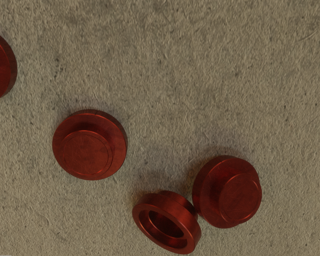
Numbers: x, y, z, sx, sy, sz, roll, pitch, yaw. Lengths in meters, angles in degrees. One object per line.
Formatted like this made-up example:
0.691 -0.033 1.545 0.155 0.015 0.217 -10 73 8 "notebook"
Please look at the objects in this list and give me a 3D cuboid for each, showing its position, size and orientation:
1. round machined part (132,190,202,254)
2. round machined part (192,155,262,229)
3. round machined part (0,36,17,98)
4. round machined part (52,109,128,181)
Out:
0.013 0.125 0.430 0.098 0.042 0.097 21 136 22 "round machined part"
0.096 0.088 0.414 0.099 0.042 0.097 -4 99 -24 "round machined part"
-0.230 -0.073 0.371 0.099 0.042 0.097 0 110 0 "round machined part"
-0.094 0.027 0.410 0.099 0.042 0.097 0 110 0 "round machined part"
